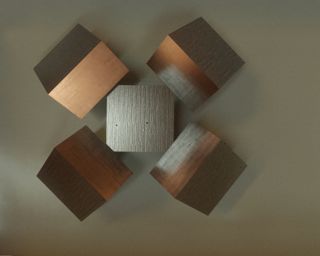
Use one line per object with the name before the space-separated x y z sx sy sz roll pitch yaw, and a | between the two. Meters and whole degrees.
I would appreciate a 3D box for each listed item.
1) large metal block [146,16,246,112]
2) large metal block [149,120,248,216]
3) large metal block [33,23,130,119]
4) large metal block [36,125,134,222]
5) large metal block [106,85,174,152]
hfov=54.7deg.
large metal block | 0.045 -0.079 0.377 0.080 0.050 0.080 47 47 0
large metal block | 0.049 0.050 0.376 0.080 0.050 0.080 -52 135 -1
large metal block | -0.097 -0.070 0.373 0.080 0.080 0.050 -46 134 0
large metal block | -0.093 0.057 0.376 0.080 0.050 0.080 46 134 -1
large metal block | -0.023 -0.011 0.396 0.081 0.050 0.080 1 90 0
